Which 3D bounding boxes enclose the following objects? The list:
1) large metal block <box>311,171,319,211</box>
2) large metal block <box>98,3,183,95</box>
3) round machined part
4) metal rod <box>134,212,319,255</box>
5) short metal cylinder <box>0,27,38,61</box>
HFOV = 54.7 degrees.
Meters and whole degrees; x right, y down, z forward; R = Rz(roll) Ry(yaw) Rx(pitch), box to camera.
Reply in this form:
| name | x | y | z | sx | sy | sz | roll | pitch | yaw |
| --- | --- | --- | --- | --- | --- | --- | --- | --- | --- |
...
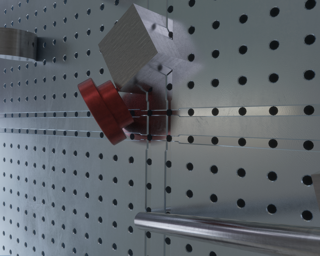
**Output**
| name | x | y | z | sx | sy | sz | roll | pitch | yaw |
| --- | --- | --- | --- | --- | --- | --- | --- | --- | --- |
| large metal block | 0.163 | 0.068 | 0.239 | 0.050 | 0.081 | 0.080 | -16 | 80 | 39 |
| large metal block | -0.028 | -0.102 | 0.417 | 0.080 | 0.050 | 0.080 | -38 | 67 | 33 |
| round machined part | -0.070 | -0.028 | 0.433 | 0.042 | 0.098 | 0.098 | -30 | 66 | -5 |
| metal rod | 0.053 | 0.102 | 0.306 | 0.299 | 0.025 | 0.025 | -20 | 77 | 57 |
| short metal cylinder | -0.286 | -0.163 | 0.610 | 0.080 | 0.081 | 0.050 | 8 | 95 | 40 |
